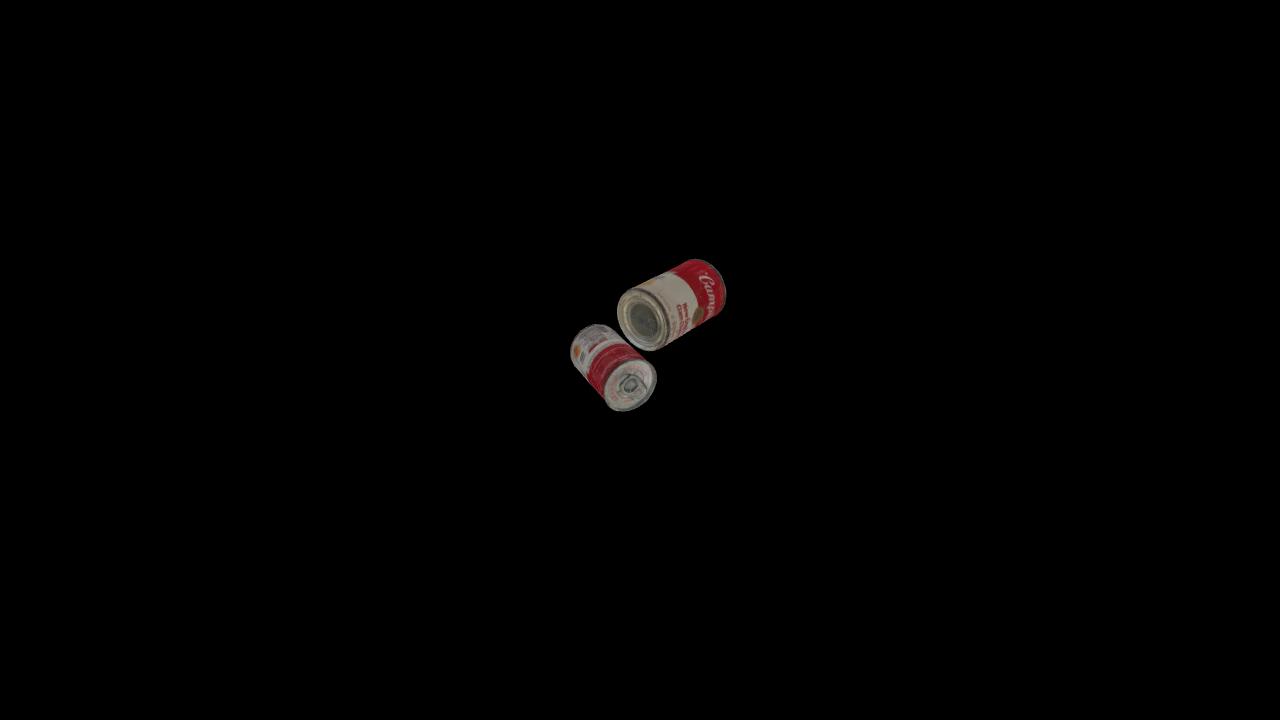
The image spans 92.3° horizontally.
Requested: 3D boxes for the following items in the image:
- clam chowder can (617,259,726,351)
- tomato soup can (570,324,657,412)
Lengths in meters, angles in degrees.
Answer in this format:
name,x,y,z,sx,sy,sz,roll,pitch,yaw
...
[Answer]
name,x,y,z,sx,sy,sz,roll,pitch,yaw
clam chowder can,0.033,-0.058,0.634,0.068,0.068,0.102,0,23,45
tomato soup can,-0.034,0.007,0.724,0.068,0.068,0.101,0,27,-33
